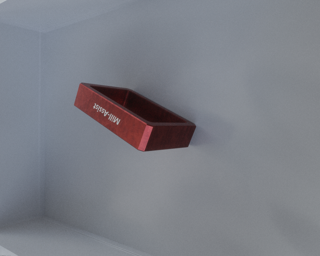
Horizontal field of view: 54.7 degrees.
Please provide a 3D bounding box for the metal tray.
[{"bbox_3d":[-0.032,-0.016,0.384,0.130,0.091,0.030,31,109,35],"label":"metal tray"}]
